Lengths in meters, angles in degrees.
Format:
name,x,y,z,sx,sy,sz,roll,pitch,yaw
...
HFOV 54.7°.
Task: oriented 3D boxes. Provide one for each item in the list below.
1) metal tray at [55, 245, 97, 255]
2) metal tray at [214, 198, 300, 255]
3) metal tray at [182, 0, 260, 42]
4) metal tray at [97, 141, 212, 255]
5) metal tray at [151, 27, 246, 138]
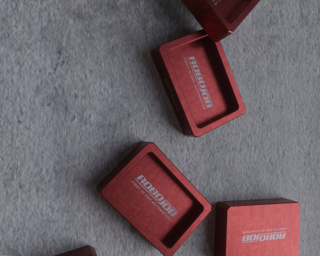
name,x,y,z,sx,sy,sz,roll,pitch,yaw
metal tray,-0.132,0.202,0.358,0.131,0.030,0.089,-11,94,-20
metal tray,0.147,0.155,0.463,0.131,0.030,0.089,2,89,-21
metal tray,0.087,-0.189,0.420,0.090,0.030,0.130,48,58,-14
metal tray,-0.005,0.092,0.405,0.090,0.030,0.130,-46,105,-15
metal tray,0.055,-0.063,0.427,0.091,0.030,0.129,-26,99,-19
